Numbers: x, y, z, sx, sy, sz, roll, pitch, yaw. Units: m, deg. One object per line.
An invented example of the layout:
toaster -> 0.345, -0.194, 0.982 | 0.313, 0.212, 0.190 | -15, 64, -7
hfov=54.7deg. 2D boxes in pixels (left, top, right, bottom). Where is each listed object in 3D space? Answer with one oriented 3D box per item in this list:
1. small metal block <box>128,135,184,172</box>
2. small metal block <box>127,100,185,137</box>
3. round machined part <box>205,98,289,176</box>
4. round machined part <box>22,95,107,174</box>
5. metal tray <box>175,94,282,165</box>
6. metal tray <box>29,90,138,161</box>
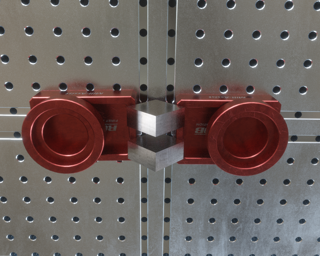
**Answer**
small metal block -> -0.005, 0.028, 0.394 | 0.050, 0.050, 0.025 | 19, 117, 41
small metal block -> -0.005, -0.014, 0.380 | 0.050, 0.050, 0.025 | 19, 117, 41
round machined part -> 0.107, 0.008, 0.395 | 0.099, 0.042, 0.097 | 0, 110, 0
round machined part -> -0.117, 0.005, 0.392 | 0.099, 0.042, 0.097 | 0, 110, 0
metal tray -> 0.086, 0.003, 0.413 | 0.131, 0.030, 0.089 | 1, 110, -1
metal tray -> -0.095, -0.002, 0.410 | 0.131, 0.030, 0.089 | -1, 112, 0
